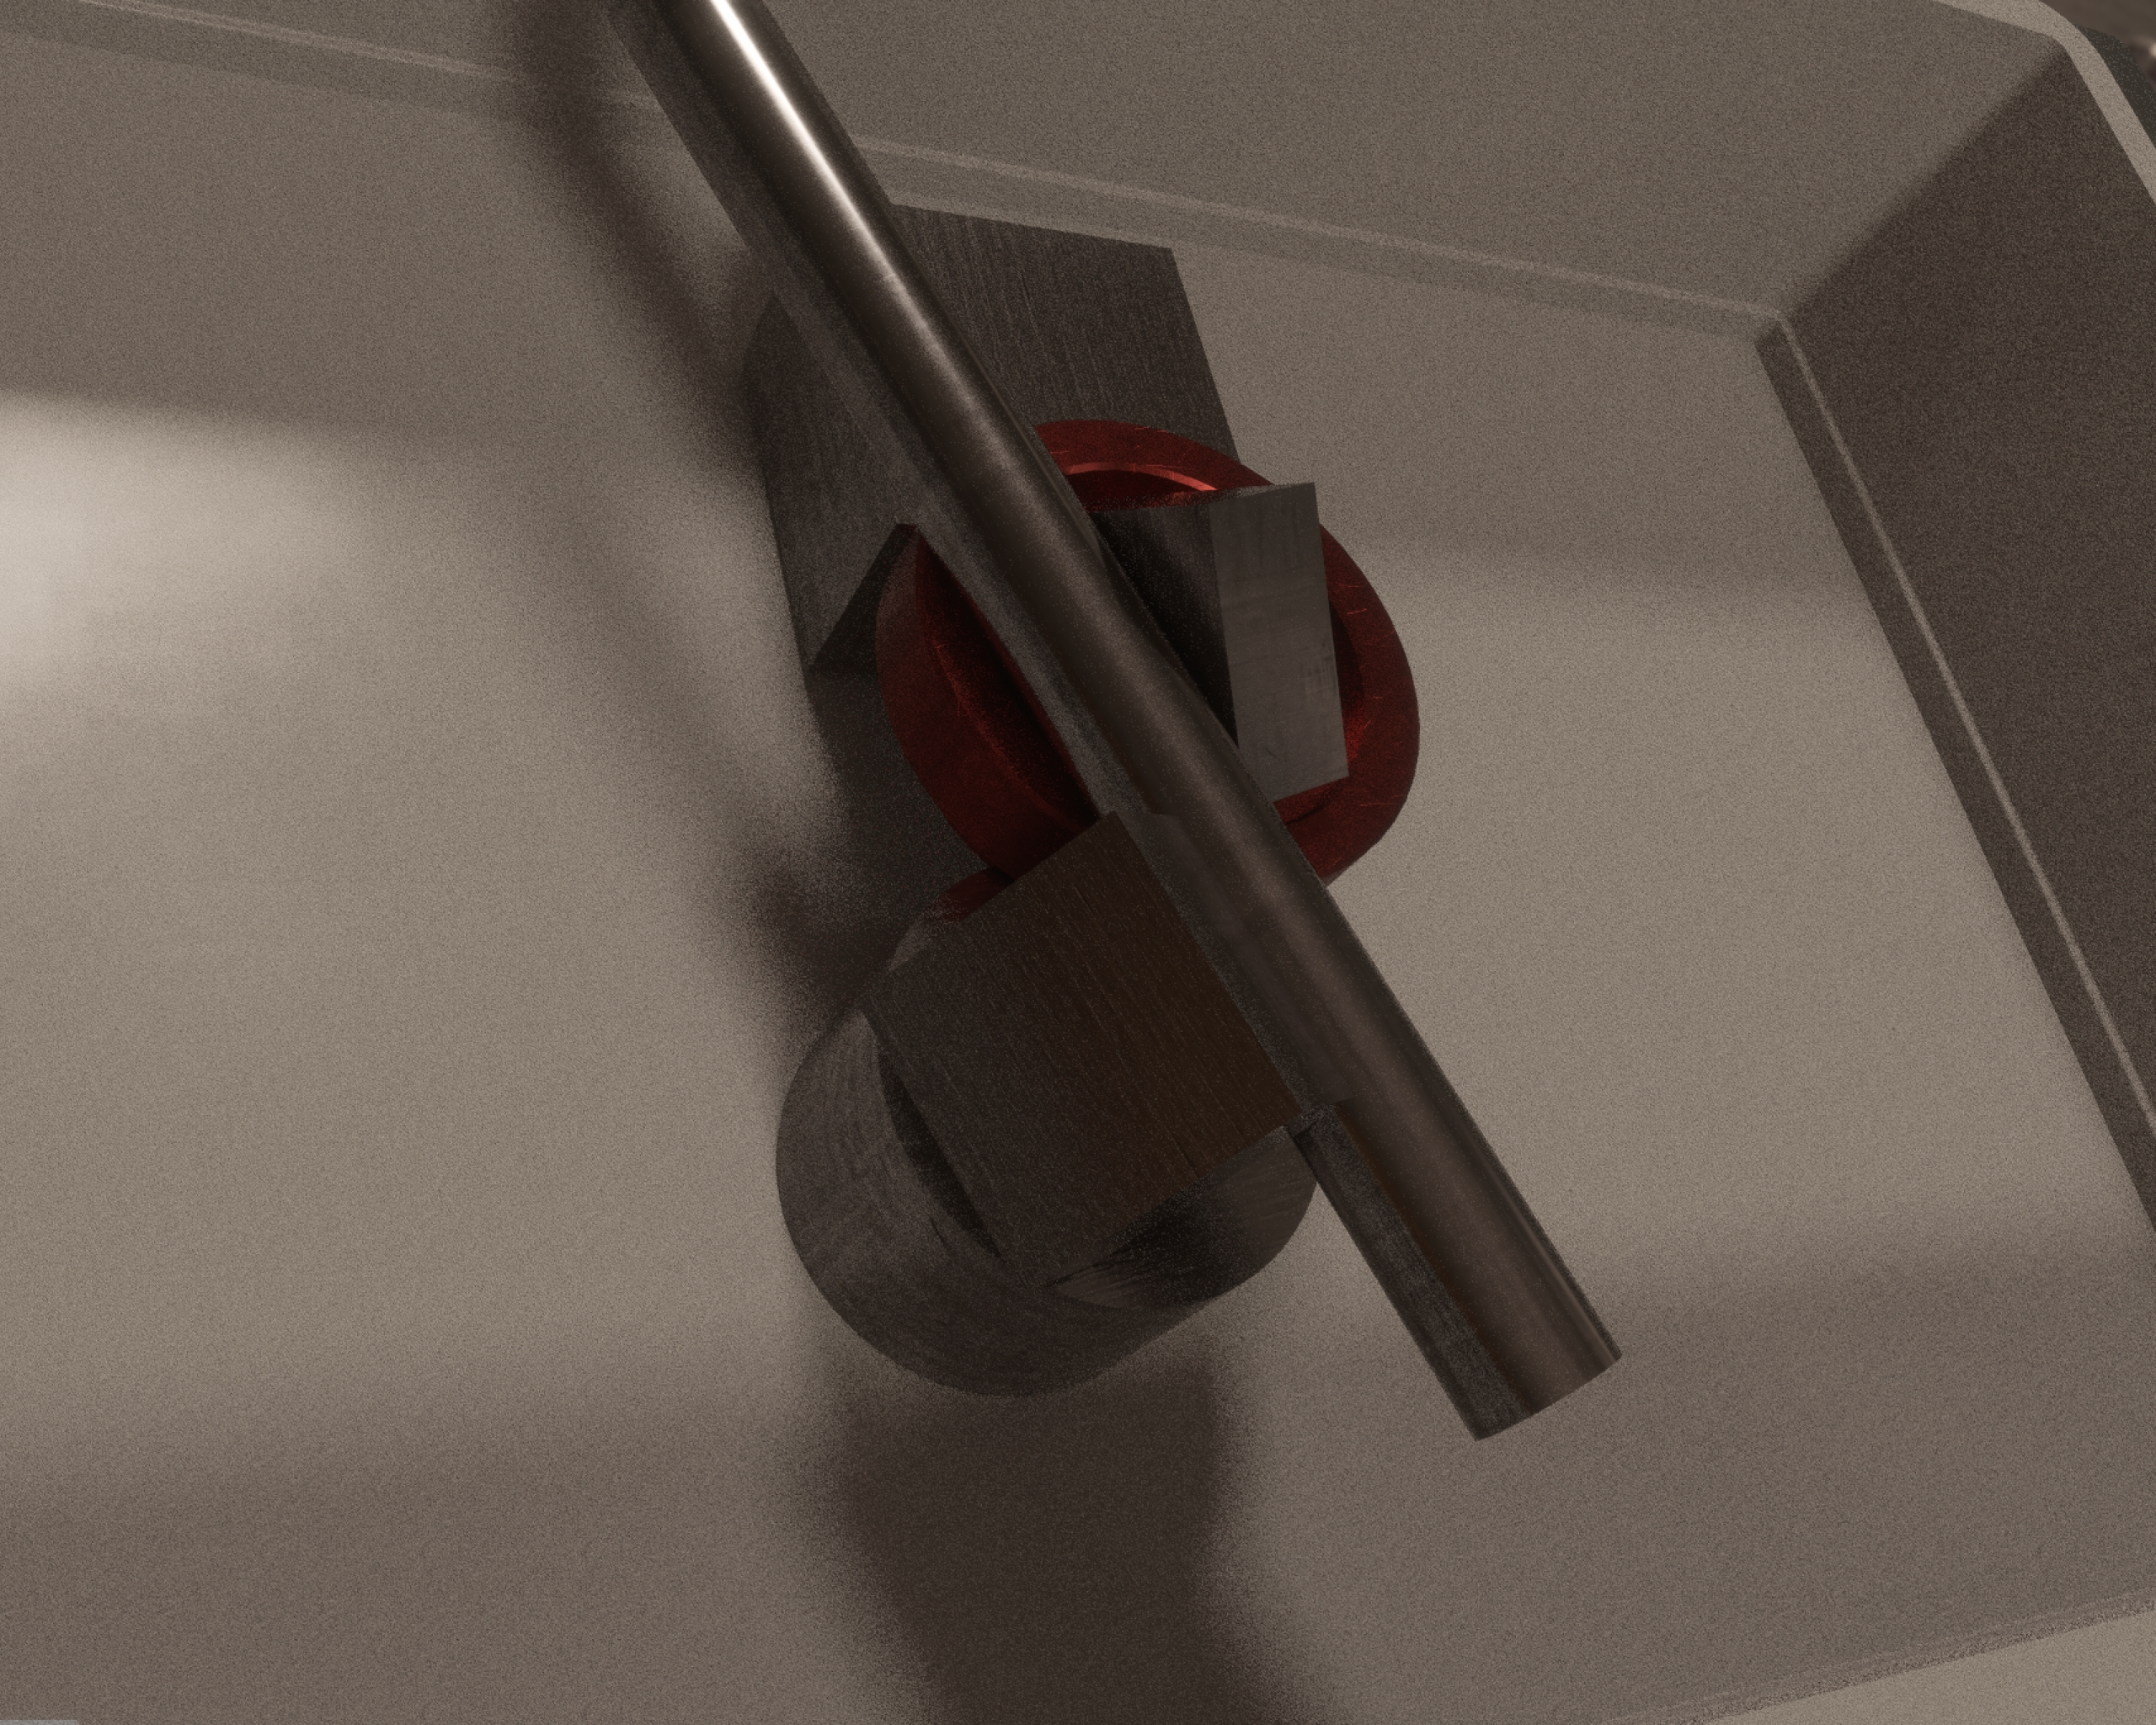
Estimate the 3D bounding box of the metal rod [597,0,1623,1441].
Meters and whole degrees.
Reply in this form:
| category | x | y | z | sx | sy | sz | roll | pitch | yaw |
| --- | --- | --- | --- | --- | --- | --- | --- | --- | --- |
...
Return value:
| category | x | y | z | sx | sy | sz | roll | pitch | yaw |
| --- | --- | --- | --- | --- | --- | --- | --- | --- | --- |
| metal rod | -0.006 | -0.046 | 0.340 | 0.025 | 0.025 | 0.299 | -21 | 73 | -36 |

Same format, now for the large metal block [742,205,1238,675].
| category | x | y | z | sx | sy | sz | roll | pitch | yaw |
| --- | --- | --- | --- | --- | --- | --- | --- | --- | --- |
| large metal block | -0.017 | -0.085 | 0.430 | 0.081 | 0.050 | 0.080 | 0 | 62 | -29 |

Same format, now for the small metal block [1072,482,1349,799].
| category | x | y | z | sx | sy | sz | roll | pitch | yaw |
| --- | --- | --- | --- | --- | --- | --- | --- | --- | --- |
| small metal block | 0.017 | -0.037 | 0.359 | 0.025 | 0.050 | 0.050 | -19 | 107 | -39 |

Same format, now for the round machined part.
| category | x | y | z | sx | sy | sz | roll | pitch | yaw |
| --- | --- | --- | --- | --- | --- | --- | --- | --- | --- |
| round machined part | 0.009 | -0.029 | 0.380 | 0.099 | 0.042 | 0.098 | 14 | 56 | -21 |

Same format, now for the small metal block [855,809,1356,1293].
| category | x | y | z | sx | sy | sz | roll | pitch | yaw |
| --- | --- | --- | --- | --- | --- | --- | --- | --- | --- |
| small metal block | 0.004 | 0.027 | 0.308 | 0.050 | 0.050 | 0.025 | 59 | 19 | 14 |

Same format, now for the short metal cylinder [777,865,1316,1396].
| category | x | y | z | sx | sy | sz | roll | pitch | yaw |
| --- | --- | --- | --- | --- | --- | --- | --- | --- | --- |
| short metal cylinder | -0.005 | 0.046 | 0.359 | 0.081 | 0.050 | 0.080 | 14 | 56 | -21 |
